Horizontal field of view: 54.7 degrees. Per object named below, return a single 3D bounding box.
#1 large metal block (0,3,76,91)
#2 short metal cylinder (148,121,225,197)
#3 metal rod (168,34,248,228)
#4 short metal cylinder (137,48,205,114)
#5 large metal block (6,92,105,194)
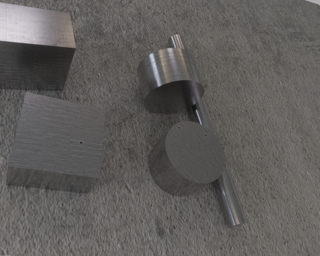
[{"bbox_3d":[-0.145,-0.085,0.342,0.081,0.080,0.050,-2,63,-29],"label":"large metal block"},{"bbox_3d":[0.032,0.038,0.382,0.081,0.050,0.080,14,56,-21],"label":"short metal cylinder"},{"bbox_3d":[0.061,-0.012,0.443,0.025,0.025,0.299,-1,62,-29],"label":"metal rod"},{"bbox_3d":[0.013,-0.061,0.413,0.081,0.080,0.050,1,62,-28],"label":"short metal cylinder"},{"bbox_3d":[-0.105,0.018,0.320,0.081,0.050,0.080,12,57,-22],"label":"large metal block"}]
